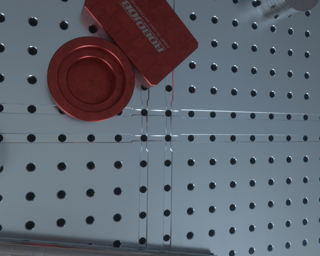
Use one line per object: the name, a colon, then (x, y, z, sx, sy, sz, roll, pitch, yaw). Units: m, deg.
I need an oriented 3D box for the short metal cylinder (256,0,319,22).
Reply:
short metal cylinder: (0.194, -0.209, 0.470, 0.081, 0.050, 0.080, 0, 90, -20)

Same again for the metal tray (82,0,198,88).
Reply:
metal tray: (-0.023, -0.128, 0.401, 0.090, 0.030, 0.130, -44, 104, -15)

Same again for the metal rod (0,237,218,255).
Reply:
metal rod: (-0.058, 0.163, 0.391, 0.302, 0.025, 0.025, 13, 86, -20)

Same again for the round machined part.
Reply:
round machined part: (-0.083, -0.056, 0.373, 0.099, 0.042, 0.097, 0, 90, -20)

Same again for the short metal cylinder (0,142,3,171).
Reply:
short metal cylinder: (-0.211, 0.033, 0.322, 0.081, 0.050, 0.080, 0, 90, -20)
